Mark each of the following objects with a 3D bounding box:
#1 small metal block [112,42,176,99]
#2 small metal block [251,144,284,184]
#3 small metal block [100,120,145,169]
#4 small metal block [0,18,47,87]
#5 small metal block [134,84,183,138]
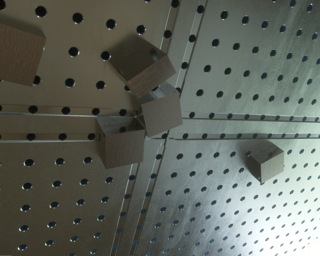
[{"bbox_3d":[-0.018,-0.065,0.344,0.050,0.050,0.025,-35,129,-5],"label":"small metal block"},{"bbox_3d":[0.193,0.064,0.555,0.050,0.025,0.050,-26,128,-13],"label":"small metal block"},{"bbox_3d":[-0.049,0.021,0.397,0.050,0.025,0.050,-9,123,-24],"label":"small metal block"},{"bbox_3d":[-0.140,-0.072,0.290,0.050,0.025,0.050,12,112,-33],"label":"small metal block"},{"bbox_3d":[-0.001,-0.022,0.396,0.050,0.025,0.050,-21,127,-16],"label":"small metal block"}]
